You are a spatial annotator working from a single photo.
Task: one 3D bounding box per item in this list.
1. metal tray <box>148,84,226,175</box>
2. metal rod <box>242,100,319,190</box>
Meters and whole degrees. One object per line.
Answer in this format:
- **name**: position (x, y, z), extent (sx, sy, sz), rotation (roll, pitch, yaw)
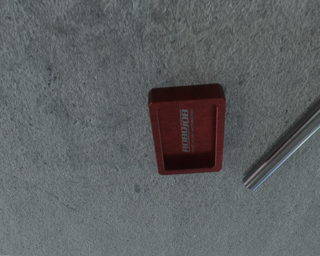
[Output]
- **metal tray**: position (0.037, 0.007, 0.409), extent (0.091, 0.030, 0.129), rotation (-4, 130, 3)
- **metal rod**: position (0.203, -0.016, 0.395), extent (0.025, 0.025, 0.298), rotation (20, 127, -16)
